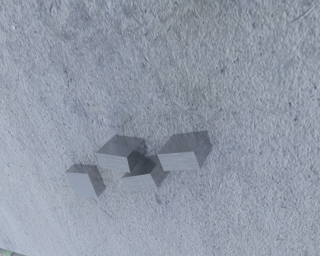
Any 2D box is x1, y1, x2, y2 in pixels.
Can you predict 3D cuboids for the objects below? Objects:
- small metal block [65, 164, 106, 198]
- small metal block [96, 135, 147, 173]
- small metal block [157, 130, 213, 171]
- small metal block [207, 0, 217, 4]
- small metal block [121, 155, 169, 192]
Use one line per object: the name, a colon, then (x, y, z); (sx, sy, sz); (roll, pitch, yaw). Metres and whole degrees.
small metal block: (-0.127, 0.090, 0.530); (0.050, 0.025, 0.050); (-1, 118, 28)
small metal block: (-0.054, 0.035, 0.441); (0.050, 0.050, 0.025); (6, 121, 25)
small metal block: (0.032, 0.029, 0.391); (0.050, 0.050, 0.025); (-8, 114, 32)
small metal block: (0.052, -0.153, 0.285); (0.050, 0.025, 0.050); (49, 129, -7)
small metal block: (-0.017, 0.063, 0.439); (0.050, 0.050, 0.025); (-14, 111, 34)
